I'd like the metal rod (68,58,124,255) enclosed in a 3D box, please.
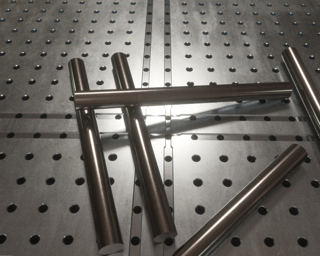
[{"bbox_3d":[-0.090,0.009,0.398,0.025,0.025,0.300,-12,51,-11],"label":"metal rod"}]

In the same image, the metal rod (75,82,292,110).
[{"bbox_3d":[0.041,-0.045,0.424,0.302,0.025,0.025,-4,50,-13],"label":"metal rod"}]

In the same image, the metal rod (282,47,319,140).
[{"bbox_3d":[0.219,-0.009,0.418,0.025,0.025,0.300,-1,50,-1],"label":"metal rod"}]

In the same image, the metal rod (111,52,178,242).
[{"bbox_3d":[-0.030,-0.001,0.407,0.025,0.025,0.300,-11,51,-9],"label":"metal rod"}]

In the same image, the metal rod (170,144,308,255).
[{"bbox_3d":[0.058,0.106,0.319,0.302,0.025,0.025,-34,58,-26],"label":"metal rod"}]
